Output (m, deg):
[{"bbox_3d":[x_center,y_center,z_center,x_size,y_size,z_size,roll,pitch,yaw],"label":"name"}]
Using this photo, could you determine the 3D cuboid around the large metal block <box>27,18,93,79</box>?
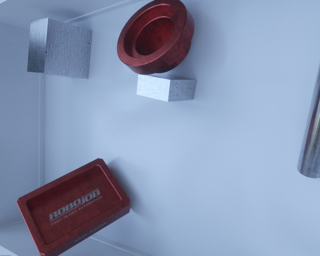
[{"bbox_3d":[-0.161,-0.125,0.500,0.050,0.081,0.079,11,97,39],"label":"large metal block"}]

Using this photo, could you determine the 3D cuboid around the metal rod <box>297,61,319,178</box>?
[{"bbox_3d":[0.131,-0.085,0.210,0.025,0.025,0.298,24,133,37],"label":"metal rod"}]

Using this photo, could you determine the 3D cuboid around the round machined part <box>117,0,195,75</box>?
[{"bbox_3d":[-0.001,-0.106,0.380,0.098,0.042,0.098,-16,58,28],"label":"round machined part"}]

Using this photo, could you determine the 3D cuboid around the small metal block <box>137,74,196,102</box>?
[{"bbox_3d":[0.008,-0.050,0.381,0.050,0.050,0.025,17,108,38],"label":"small metal block"}]

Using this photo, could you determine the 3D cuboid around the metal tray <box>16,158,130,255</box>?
[{"bbox_3d":[-0.119,0.109,0.437,0.090,0.131,0.030,50,154,28],"label":"metal tray"}]
